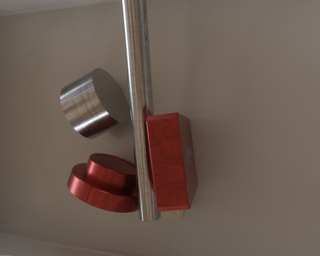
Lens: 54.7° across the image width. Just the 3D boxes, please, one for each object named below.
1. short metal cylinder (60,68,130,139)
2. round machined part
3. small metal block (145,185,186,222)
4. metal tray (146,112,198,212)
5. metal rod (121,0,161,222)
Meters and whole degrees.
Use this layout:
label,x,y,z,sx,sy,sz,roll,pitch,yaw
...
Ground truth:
label,x,y,z,sx,sy,sz,roll,pitch,yaw
short metal cylinder,-0.084,-0.032,0.410,0.050,0.080,0.080,-25,82,18
round machined part,-0.062,0.064,0.392,0.098,0.098,0.042,22,98,18
small metal block,0.008,0.092,0.390,0.050,0.050,0.025,10,94,11
metal tray,0.018,0.033,0.346,0.030,0.130,0.089,-7,88,10
metal rod,-0.021,-0.043,0.325,0.025,0.025,0.298,1,103,19
